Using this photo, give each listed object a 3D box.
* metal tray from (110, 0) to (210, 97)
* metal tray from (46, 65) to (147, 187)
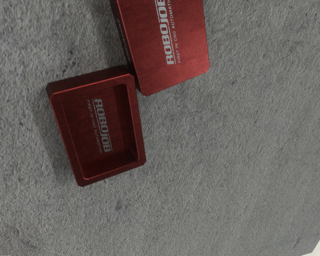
[{"bbox_3d":[0.002,-0.109,0.337,0.091,0.030,0.129,-24,127,-14],"label":"metal tray"},{"bbox_3d":[-0.069,0.000,0.365,0.091,0.030,0.129,-18,126,-18],"label":"metal tray"}]
